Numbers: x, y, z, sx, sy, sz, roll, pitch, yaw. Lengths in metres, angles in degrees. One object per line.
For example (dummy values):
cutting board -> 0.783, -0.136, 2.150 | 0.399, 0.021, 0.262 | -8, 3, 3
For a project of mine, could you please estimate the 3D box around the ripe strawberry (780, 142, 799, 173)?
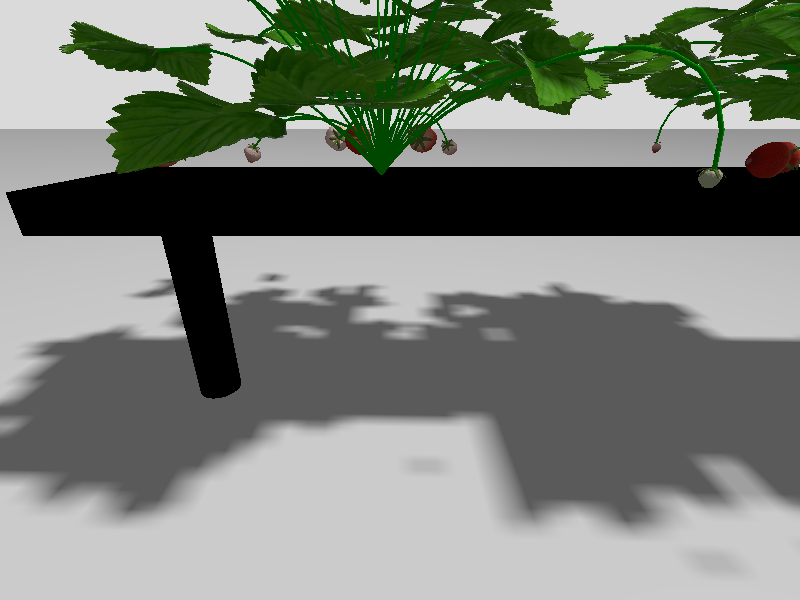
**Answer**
ripe strawberry -> 0.320, -0.121, 0.339 | 0.028, 0.024, 0.028 | 1, 25, 4

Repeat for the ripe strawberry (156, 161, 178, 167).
ripe strawberry -> -0.245, -0.157, 0.396 | 0.051, 0.049, 0.047 | 7, 25, 17

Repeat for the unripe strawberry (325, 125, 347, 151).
unripe strawberry -> -0.094, -0.240, 0.593 | 0.034, 0.036, 0.037 | -6, 25, -14

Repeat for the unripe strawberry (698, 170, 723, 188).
unripe strawberry -> 0.159, -0.062, 0.206 | 0.010, 0.010, 0.009 | 18, 30, 34

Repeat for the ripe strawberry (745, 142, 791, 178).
ripe strawberry -> 0.288, -0.110, 0.316 | 0.029, 0.028, 0.026 | -4, 25, -5

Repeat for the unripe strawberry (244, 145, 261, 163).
unripe strawberry -> -0.159, -0.156, 0.430 | 0.017, 0.017, 0.018 | -29, -13, -47

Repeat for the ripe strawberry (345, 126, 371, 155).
ripe strawberry -> -0.056, -0.212, 0.531 | 0.035, 0.037, 0.037 | -4, 21, -9

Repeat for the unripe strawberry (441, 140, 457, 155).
unripe strawberry -> 0.062, -0.189, 0.497 | 0.020, 0.018, 0.018 | 10, 1, 21

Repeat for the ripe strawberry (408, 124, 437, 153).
ripe strawberry -> 0.031, -0.218, 0.539 | 0.039, 0.035, 0.036 | 5, 24, 10
